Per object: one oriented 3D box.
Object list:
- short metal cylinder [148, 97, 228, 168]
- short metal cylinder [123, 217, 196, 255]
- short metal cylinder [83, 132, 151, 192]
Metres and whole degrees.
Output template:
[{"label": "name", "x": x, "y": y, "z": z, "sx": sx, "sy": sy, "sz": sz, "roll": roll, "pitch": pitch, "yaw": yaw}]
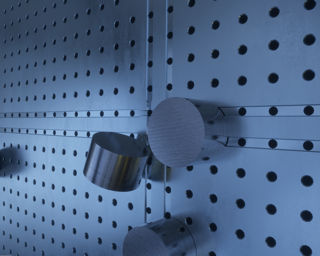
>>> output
[{"label": "short metal cylinder", "x": 0.032, "y": 0.005, "z": 0.367, "sx": 0.080, "sy": 0.050, "sz": 0.079, "roll": 0, "pitch": 90, "yaw": 40}, {"label": "short metal cylinder", "x": -0.002, "y": 0.159, "z": 0.394, "sx": 0.080, "sy": 0.050, "sz": 0.079, "roll": 1, "pitch": 91, "yaw": 40}, {"label": "short metal cylinder", "x": -0.059, "y": 0.044, "z": 0.422, "sx": 0.080, "sy": 0.081, "sz": 0.050, "roll": 29, "pitch": 109, "yaw": 36}]
